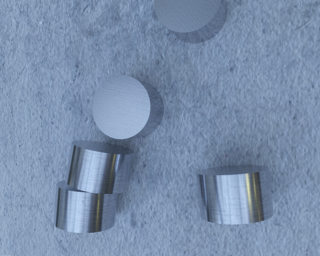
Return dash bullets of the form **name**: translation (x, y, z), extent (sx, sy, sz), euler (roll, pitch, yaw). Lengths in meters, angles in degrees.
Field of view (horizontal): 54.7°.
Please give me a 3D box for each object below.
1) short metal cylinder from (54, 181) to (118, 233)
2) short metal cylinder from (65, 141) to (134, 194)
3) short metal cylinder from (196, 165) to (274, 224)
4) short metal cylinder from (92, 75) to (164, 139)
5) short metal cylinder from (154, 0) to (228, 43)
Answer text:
- **short metal cylinder**: translation (-0.098, 0.100, 0.413), extent (0.080, 0.080, 0.050), euler (5, 92, 19)
- **short metal cylinder**: translation (-0.079, 0.049, 0.406), extent (0.080, 0.080, 0.050), euler (12, 94, 19)
- **short metal cylinder**: translation (0.084, 0.072, 0.350), extent (0.080, 0.080, 0.050), euler (-6, 88, 19)
- **short metal cylinder**: translation (-0.041, -0.026, 0.409), extent (0.080, 0.050, 0.079), euler (0, 90, 19)
- **short metal cylinder**: translation (0.039, -0.150, 0.381), extent (0.080, 0.050, 0.079), euler (0, 90, 19)
